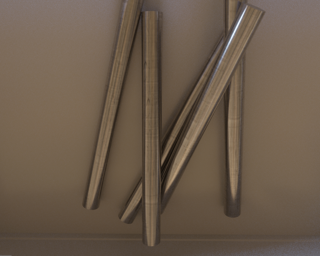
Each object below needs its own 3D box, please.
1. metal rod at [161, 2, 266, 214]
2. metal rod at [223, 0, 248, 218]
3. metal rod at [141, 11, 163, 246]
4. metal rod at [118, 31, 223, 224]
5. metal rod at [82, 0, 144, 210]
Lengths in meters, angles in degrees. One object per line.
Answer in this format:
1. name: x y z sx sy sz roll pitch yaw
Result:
1. metal rod: 0.043 0.000 0.379 0.025 0.025 0.298 18 121 -7
2. metal rod: 0.093 -0.009 0.392 0.025 0.025 0.298 -5 116 2
3. metal rod: -0.011 0.010 0.394 0.025 0.025 0.298 0 103 0
4. metal rod: 0.019 0.009 0.414 0.025 0.025 0.298 26 108 -9
5. metal rod: -0.064 -0.024 0.401 0.025 0.025 0.298 13 110 -5
